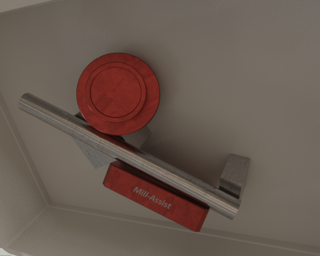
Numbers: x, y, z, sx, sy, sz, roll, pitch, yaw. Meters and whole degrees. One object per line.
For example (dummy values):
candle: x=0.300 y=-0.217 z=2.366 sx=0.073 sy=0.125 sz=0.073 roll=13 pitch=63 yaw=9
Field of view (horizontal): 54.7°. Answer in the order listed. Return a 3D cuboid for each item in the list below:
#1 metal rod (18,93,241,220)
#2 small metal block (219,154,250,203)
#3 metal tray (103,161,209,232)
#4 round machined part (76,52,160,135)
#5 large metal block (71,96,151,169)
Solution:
metal rod: x=-0.046 y=0.029 z=0.381 sx=0.301 sy=0.025 sz=0.025 roll=26 pitch=127 yaw=11
small metal block: x=0.091 y=0.069 z=0.384 sx=0.025 sy=0.050 sz=0.050 roll=14 pitch=124 yaw=20
metal tray: x=0.003 y=0.079 z=0.406 sx=0.130 sy=0.090 sz=0.030 roll=24 pitch=100 yaw=13
round machined part: x=-0.049 y=-0.040 z=0.362 sx=0.099 sy=0.042 sz=0.097 roll=0 pitch=91 yaw=-1
large metal block: x=-0.074 y=0.001 z=0.428 sx=0.080 sy=0.050 sz=0.080 roll=-25 pitch=105 yaw=36
